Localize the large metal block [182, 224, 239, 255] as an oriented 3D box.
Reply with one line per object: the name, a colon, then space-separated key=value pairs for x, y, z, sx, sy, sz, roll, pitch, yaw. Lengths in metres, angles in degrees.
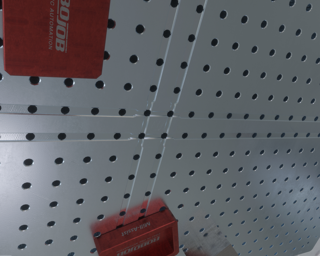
large metal block: x=0.103 y=0.248 z=0.605 sx=0.080 sy=0.050 sz=0.080 roll=-36 pitch=129 yaw=-4

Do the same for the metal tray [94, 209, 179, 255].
metal tray: x=-0.034 y=0.195 z=0.509 sx=0.131 sy=0.030 sz=0.089 roll=-17 pitch=126 yaw=-19

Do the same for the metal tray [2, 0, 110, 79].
metal tray: x=-0.095 y=-0.113 z=0.286 sx=0.091 sy=0.030 sz=0.129 roll=-2 pitch=120 yaw=-28
